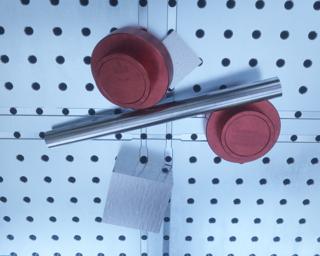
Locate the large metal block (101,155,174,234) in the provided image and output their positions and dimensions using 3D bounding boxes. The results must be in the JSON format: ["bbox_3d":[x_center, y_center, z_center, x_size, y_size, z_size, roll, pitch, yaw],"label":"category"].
[{"bbox_3d":[-0.031,0.092,0.434,0.081,0.050,0.079,13,110,-5],"label":"large metal block"}]

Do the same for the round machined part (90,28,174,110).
[{"bbox_3d":[-0.037,-0.063,0.363,0.098,0.042,0.097,10,127,14],"label":"round machined part"}]

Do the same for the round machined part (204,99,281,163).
[{"bbox_3d":[0.110,0.003,0.406,0.099,0.042,0.097,0,110,0],"label":"round machined part"}]

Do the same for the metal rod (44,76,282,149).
[{"bbox_3d":[-0.004,-0.016,0.392,0.301,0.025,0.025,-13,110,10],"label":"metal rod"}]

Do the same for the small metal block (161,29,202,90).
[{"bbox_3d":[0.015,-0.085,0.382,0.050,0.025,0.050,-42,105,13],"label":"small metal block"}]
